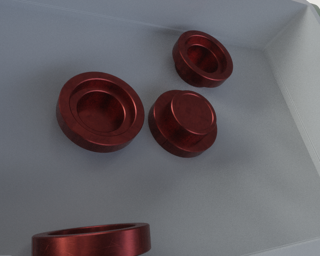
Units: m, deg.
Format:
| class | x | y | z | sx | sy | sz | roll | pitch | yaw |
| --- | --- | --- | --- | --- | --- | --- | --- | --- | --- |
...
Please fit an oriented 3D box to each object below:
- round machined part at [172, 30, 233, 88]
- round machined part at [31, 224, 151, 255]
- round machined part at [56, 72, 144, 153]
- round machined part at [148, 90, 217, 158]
| class | x | y | z | sx | sy | sz | roll | pitch | yaw |
| --- | --- | --- | --- | --- | --- | --- | --- | --- | --- |
| round machined part | 0.063 | -0.104 | 0.492 | 0.099 | 0.042 | 0.098 | 14 | 56 | -21 |
| round machined part | -0.057 | 0.108 | 0.264 | 0.099 | 0.098 | 0.042 | 2 | 75 | -27 |
| round machined part | -0.072 | -0.015 | 0.365 | 0.099 | 0.042 | 0.098 | 14 | 56 | -21 |
| round machined part | 0.037 | -0.012 | 0.422 | 0.099 | 0.042 | 0.098 | 14 | 56 | -21 |
